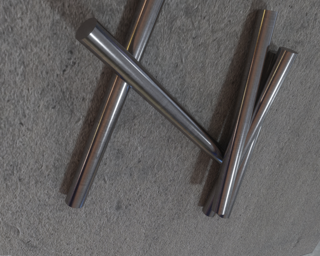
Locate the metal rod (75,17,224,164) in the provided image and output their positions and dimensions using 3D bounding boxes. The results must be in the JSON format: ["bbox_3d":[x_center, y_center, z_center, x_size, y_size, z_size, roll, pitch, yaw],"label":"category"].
[{"bbox_3d":[0.016,-0.021,0.379,0.025,0.025,0.301,-46,136,4],"label":"metal rod"}]

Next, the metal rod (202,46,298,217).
[{"bbox_3d":[0.127,0.023,0.473,0.025,0.025,0.298,0,123,-29],"label":"metal rod"}]

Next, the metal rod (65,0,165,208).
[{"bbox_3d":[-0.053,-0.032,0.357,0.025,0.025,0.298,11,113,-33],"label":"metal rod"}]

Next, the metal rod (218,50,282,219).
[{"bbox_3d":[0.141,0.026,0.499,0.025,0.025,0.298,-4,120,-27],"label":"metal rod"}]

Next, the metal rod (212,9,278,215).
[{"bbox_3d":[0.115,-0.009,0.440,0.025,0.025,0.298,-2,112,-28],"label":"metal rod"}]
